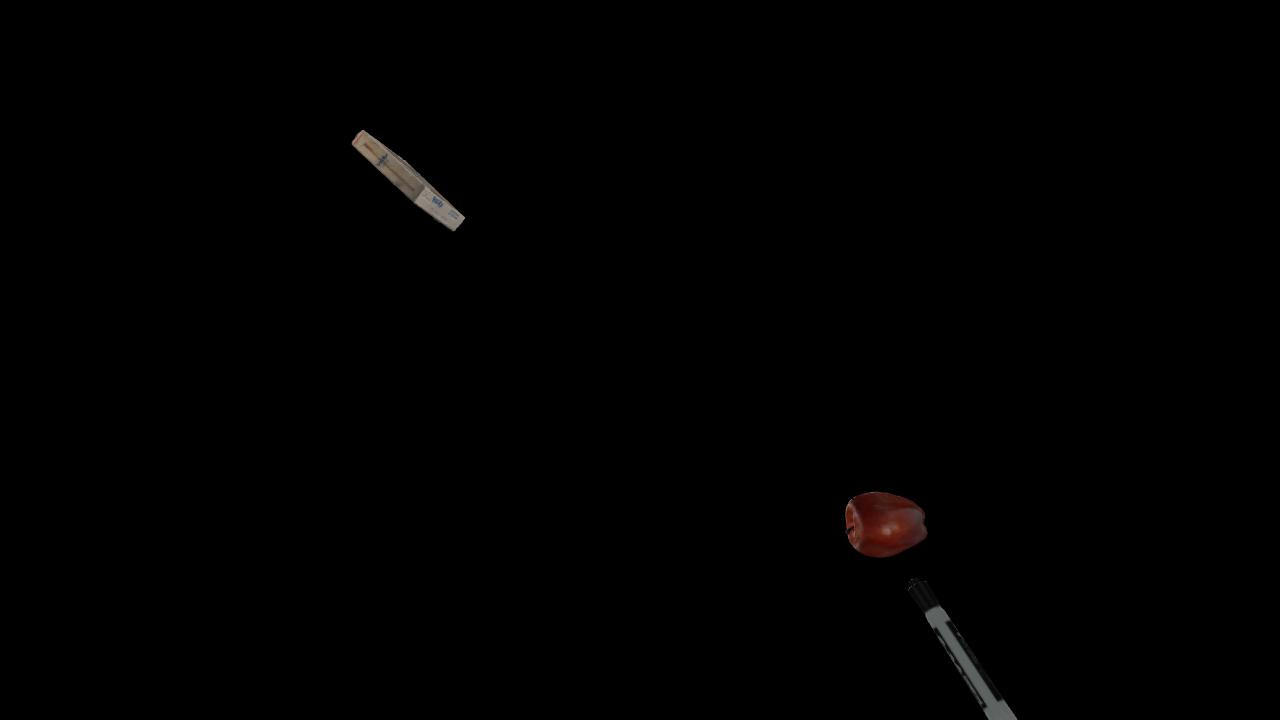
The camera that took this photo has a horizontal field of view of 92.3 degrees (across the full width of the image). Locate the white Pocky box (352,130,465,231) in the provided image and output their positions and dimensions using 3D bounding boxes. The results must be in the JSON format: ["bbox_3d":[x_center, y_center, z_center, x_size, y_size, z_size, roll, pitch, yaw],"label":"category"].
[{"bbox_3d":[-0.298,-0.231,0.793,0.154,0.028,0.084,42,3,24],"label":"white Pocky box"}]

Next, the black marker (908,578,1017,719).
[{"bbox_3d":[0.263,0.239,0.511,0.020,0.121,0.020,-13,-41,-12],"label":"black marker"}]

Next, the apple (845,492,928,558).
[{"bbox_3d":[0.295,0.201,0.747,0.093,0.079,0.079,-7,0,2],"label":"apple"}]
